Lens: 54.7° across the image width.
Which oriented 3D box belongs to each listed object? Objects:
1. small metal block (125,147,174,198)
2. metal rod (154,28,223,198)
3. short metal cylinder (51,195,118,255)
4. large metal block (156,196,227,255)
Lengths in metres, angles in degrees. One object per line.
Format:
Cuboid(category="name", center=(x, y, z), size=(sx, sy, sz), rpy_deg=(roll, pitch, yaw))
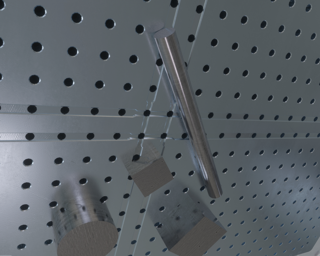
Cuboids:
Cuboid(category="small metal block", center=(-0.014, 0.064, 0.443), size=(0.050, 0.025, 0.050), rpy_deg=(-32, 129, -8))
Cuboid(category="metal rod", center=(0.050, 0.002, 0.439), size=(0.025, 0.025, 0.299), rpy_deg=(-30, 129, -9))
Cuboid(category="short metal cylinder", center=(-0.104, 0.140, 0.426), size=(0.081, 0.050, 0.079), rpy_deg=(-14, 124, -21))
Cuboid(category="large metal block", center=(0.055, 0.176, 0.535), size=(0.080, 0.050, 0.080), rpy_deg=(-45, 129, 3))
